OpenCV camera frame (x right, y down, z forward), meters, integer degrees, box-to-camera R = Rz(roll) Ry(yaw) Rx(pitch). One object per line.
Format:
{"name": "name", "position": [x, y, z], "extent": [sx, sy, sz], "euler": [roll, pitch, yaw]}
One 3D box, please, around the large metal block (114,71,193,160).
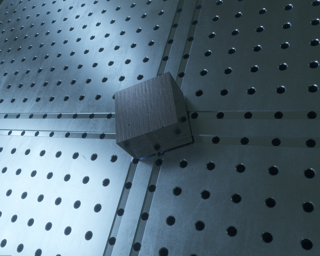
{"name": "large metal block", "position": [-0.010, -0.015, 0.402], "extent": [0.080, 0.050, 0.080], "euler": [-19, 55, 17]}
